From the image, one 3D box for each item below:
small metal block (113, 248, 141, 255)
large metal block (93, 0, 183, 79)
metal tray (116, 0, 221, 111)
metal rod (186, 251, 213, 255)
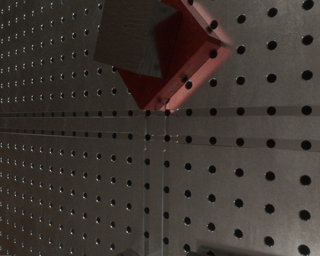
[{"bbox_3d":[-0.056,0.206,0.437,0.025,0.050,0.050,22,104,38],"label":"small metal block"},{"bbox_3d":[-0.029,-0.110,0.375,0.080,0.050,0.079,23,105,37],"label":"large metal block"},{"bbox_3d":[0.004,-0.095,0.401,0.129,0.030,0.090,-45,64,30],"label":"metal tray"},{"bbox_3d":[0.152,0.153,0.282,0.300,0.025,0.025,-5,87,39],"label":"metal rod"}]
